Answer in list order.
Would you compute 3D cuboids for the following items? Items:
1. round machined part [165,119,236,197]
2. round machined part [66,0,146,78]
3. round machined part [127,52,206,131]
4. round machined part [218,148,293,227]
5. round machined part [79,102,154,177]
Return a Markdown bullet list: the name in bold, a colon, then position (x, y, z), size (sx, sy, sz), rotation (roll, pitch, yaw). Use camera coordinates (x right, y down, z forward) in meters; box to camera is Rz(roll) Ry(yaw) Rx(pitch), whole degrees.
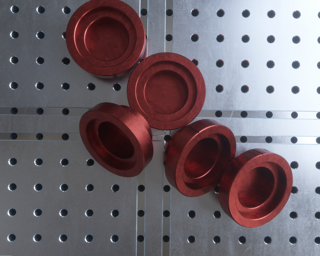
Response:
- **round machined part**: position (0.046, 0.034, 0.389), size (0.099, 0.042, 0.097), rotation (-17, 121, -30)
- **round machined part**: position (-0.068, -0.113, 0.404), size (0.099, 0.042, 0.097), rotation (0, 90, -1)
- **round machined part**: position (0.008, -0.045, 0.405), size (0.099, 0.042, 0.097), rotation (0, 90, -1)
- **round machined part**: position (0.116, 0.072, 0.394), size (0.099, 0.042, 0.097), rotation (-6, 106, -22)
- **round machined part**: position (-0.049, 0.011, 0.387), size (0.098, 0.098, 0.042), rotation (45, 47, -1)
